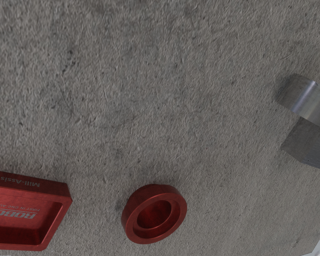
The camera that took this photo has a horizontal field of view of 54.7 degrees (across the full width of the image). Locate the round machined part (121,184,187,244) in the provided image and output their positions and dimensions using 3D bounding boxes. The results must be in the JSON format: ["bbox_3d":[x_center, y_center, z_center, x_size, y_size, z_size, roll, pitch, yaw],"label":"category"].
[{"bbox_3d":[-0.012,0.124,0.466,0.099,0.042,0.097,-14,124,-21],"label":"round machined part"}]

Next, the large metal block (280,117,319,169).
[{"bbox_3d":[0.279,0.023,0.558,0.081,0.050,0.080,17,110,-35],"label":"large metal block"}]

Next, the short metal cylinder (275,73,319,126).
[{"bbox_3d":[0.224,-0.042,0.468,0.081,0.080,0.050,18,109,-35],"label":"short metal cylinder"}]

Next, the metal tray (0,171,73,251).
[{"bbox_3d":[-0.183,0.099,0.364,0.131,0.030,0.090,20,108,-36],"label":"metal tray"}]
